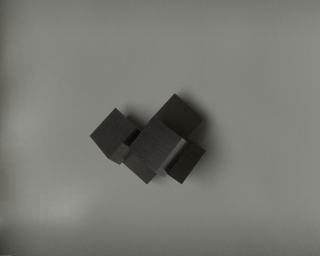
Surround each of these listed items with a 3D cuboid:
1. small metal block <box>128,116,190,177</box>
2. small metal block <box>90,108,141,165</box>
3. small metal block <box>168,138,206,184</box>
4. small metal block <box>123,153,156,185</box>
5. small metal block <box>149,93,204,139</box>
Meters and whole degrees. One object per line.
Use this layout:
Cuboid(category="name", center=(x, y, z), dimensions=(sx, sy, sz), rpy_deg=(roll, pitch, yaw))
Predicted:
Cuboid(category="small metal block", center=(-0.001, 0.022, 0.373), dimensions=(0.050, 0.025, 0.050), rpy_deg=(38, 90, 33))
Cuboid(category="small metal block", center=(-0.054, 0.010, 0.397), dimensions=(0.050, 0.025, 0.050), rpy_deg=(-48, 52, 0))
Cuboid(category="small metal block", center=(0.030, 0.040, 0.398), dimensions=(0.025, 0.050, 0.050), rpy_deg=(35, 90, -1))
Cuboid(category="small metal block", center=(-0.018, 0.037, 0.409), dimensions=(0.050, 0.025, 0.050), rpy_deg=(42, 90, -1))
Cuboid(category="small metal block", center=(0.021, -0.010, 0.410), dimensions=(0.050, 0.025, 0.050), rpy_deg=(42, 90, -1))
